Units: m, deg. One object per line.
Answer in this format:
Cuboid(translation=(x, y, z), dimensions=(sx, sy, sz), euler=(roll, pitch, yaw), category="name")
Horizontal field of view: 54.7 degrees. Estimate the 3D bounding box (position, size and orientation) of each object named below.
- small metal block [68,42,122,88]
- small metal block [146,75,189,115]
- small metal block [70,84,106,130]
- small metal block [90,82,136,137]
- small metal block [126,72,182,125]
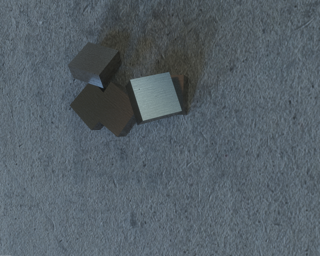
Cuboid(translation=(-0.089, -0.088, 0.428), dimensions=(0.050, 0.025, 0.050), euler=(20, 60, 18), category="small metal block")
Cuboid(translation=(0.009, -0.043, 0.406), dimensions=(0.050, 0.025, 0.050), euler=(2, 91, 19), category="small metal block")
Cuboid(translation=(-0.091, -0.032, 0.441), dimensions=(0.050, 0.025, 0.050), euler=(-46, 76, 14), category="small metal block")
Cuboid(translation=(-0.053, -0.024, 0.400), dimensions=(0.050, 0.025, 0.050), euler=(39, 102, 15), category="small metal block")
Cuboid(translation=(-0.008, -0.035, 0.372), dimensions=(0.050, 0.025, 0.050), euler=(-15, 84, -21), category="small metal block")
